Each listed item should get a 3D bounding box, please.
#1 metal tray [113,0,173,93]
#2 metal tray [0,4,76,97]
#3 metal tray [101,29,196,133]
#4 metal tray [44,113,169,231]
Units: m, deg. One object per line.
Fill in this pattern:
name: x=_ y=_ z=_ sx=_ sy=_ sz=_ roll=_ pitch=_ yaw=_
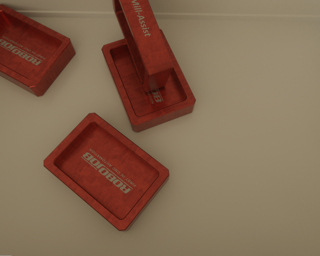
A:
metal tray: x=-0.025 y=-0.118 z=0.389 sx=0.030 sy=0.090 sz=0.129 roll=-20 pitch=85 yaw=-7
metal tray: x=-0.202 y=-0.113 z=0.445 sx=0.130 sy=0.030 sz=0.090 roll=28 pitch=72 yaw=9
metal tray: x=-0.017 y=-0.069 z=0.431 sx=0.091 sy=0.030 sz=0.130 roll=-21 pitch=72 yaw=-8
metal tray: x=-0.065 y=0.053 z=0.386 sx=0.130 sy=0.030 sz=0.090 roll=37 pitch=74 yaw=12
